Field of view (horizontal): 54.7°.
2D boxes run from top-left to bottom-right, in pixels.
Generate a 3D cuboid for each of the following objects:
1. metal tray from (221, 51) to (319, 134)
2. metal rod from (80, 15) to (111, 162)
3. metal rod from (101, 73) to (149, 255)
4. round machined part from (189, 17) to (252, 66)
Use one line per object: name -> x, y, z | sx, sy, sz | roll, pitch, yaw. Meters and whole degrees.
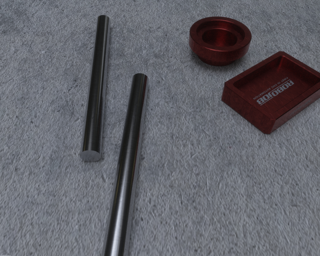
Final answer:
metal tray -> 0.166, -0.056, 0.449 | 0.131, 0.030, 0.090 | -30, 57, -24
metal rod -> -0.093, -0.080, 0.469 | 0.025, 0.025, 0.300 | -3, 50, -3
metal rod -> -0.038, 0.042, 0.367 | 0.025, 0.025, 0.300 | 3, 50, 2
round machined part -> 0.096, -0.139, 0.510 | 0.099, 0.042, 0.098 | 0, 50, 0
